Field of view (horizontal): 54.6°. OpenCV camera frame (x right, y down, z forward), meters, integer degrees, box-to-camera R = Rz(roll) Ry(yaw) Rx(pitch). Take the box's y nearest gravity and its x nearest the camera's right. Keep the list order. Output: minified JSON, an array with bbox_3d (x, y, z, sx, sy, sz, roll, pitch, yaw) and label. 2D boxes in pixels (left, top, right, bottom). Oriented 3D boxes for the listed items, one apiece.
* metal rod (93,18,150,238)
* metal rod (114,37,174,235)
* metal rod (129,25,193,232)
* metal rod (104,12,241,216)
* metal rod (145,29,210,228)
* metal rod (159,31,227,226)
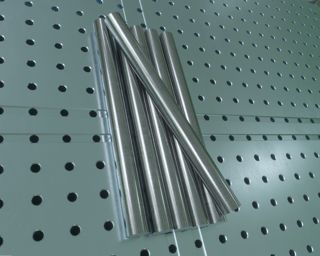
[{"bbox_3d":[-0.054,-0.019,0.389,0.025,0.025,0.299,1,61,-28],"label":"metal rod"},{"bbox_3d":[-0.028,-0.018,0.402,0.025,0.025,0.299,1,61,-28],"label":"metal rod"},{"bbox_3d":[-0.006,-0.017,0.414,0.025,0.025,0.299,1,61,-28],"label":"metal rod"},{"bbox_3d":[0.009,-0.028,0.397,0.025,0.025,0.299,-21,73,-36],"label":"metal rod"},{"bbox_3d":[0.016,-0.016,0.427,0.025,0.025,0.299,1,61,-28],"label":"metal rod"},{"bbox_3d":[0.039,-0.016,0.439,0.025,0.025,0.299,1,61,-28],"label":"metal rod"}]
